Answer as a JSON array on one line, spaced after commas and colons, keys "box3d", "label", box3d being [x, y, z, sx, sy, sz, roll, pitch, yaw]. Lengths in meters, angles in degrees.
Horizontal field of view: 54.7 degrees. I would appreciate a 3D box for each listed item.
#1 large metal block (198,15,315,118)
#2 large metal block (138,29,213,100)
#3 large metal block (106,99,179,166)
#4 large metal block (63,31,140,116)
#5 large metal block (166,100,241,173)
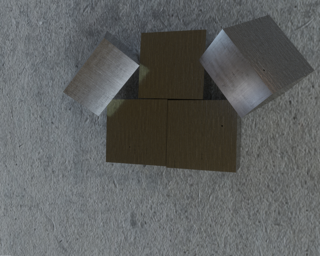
[{"box3d": [0.104, -0.069, 0.338, 0.080, 0.081, 0.050, 56, 147, 11], "label": "large metal block"}, {"box3d": [0.021, -0.075, 0.389, 0.080, 0.050, 0.079, 3, 91, 19], "label": "large metal block"}, {"box3d": [-0.022, 0.004, 0.403, 0.080, 0.050, 0.079, 2, 91, 19], "label": "large metal block"}, {"box3d": [-0.073, -0.073, 0.398, 0.050, 0.080, 0.080, 36, 104, -19], "label": "large metal block"}, {"box3d": [0.055, 0.008, 0.375, 0.080, 0.050, 0.079, 2, 91, 19], "label": "large metal block"}]
